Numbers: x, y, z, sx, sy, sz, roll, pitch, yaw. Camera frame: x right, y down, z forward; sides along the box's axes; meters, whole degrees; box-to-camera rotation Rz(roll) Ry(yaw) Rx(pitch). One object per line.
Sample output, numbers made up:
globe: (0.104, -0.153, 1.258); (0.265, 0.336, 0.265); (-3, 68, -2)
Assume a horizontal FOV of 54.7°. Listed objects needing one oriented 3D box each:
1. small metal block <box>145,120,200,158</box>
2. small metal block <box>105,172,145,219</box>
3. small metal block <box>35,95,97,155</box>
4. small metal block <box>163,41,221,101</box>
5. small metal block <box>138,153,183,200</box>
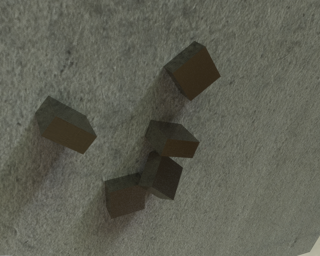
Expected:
small metal block: (0.015, 0.015, 0.410); (0.050, 0.050, 0.025); (7, 115, -32)
small metal block: (-0.050, 0.096, 0.441); (0.050, 0.025, 0.050); (-11, 124, -23)
small metal block: (-0.102, -0.003, 0.334); (0.050, 0.050, 0.025); (32, 100, -39)
small metal block: (0.041, -0.071, 0.387); (0.050, 0.025, 0.050); (-40, 130, -1)
small metal block: (0.002, 0.068, 0.436); (0.050, 0.025, 0.050); (41, 58, -39)
